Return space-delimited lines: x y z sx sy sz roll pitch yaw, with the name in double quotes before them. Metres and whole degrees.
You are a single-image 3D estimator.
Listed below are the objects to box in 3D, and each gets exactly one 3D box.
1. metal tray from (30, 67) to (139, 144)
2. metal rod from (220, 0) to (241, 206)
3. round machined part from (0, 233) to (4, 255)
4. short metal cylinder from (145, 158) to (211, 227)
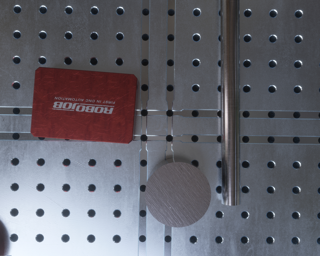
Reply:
"metal tray" -0.097 -0.029 0.410 0.131 0.030 0.089 4 90 0
"metal rod" 0.094 -0.049 0.413 0.025 0.025 0.298 0 90 0
"round machined part" -0.263 0.165 0.403 0.099 0.042 0.097 0 90 0
"short metal cylinder" 0.022 0.081 0.401 0.081 0.050 0.080 0 90 0
